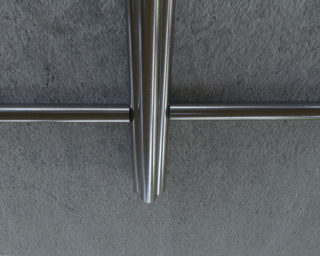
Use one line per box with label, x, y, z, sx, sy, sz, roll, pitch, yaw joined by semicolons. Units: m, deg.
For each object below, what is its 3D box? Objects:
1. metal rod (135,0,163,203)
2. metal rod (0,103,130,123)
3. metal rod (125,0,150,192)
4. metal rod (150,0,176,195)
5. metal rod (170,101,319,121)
metal rod;-0.014;-0.010;0.374;0.025;0.025;0.298;1;130;-1
metal rod;-0.189;-0.019;0.389;0.302;0.025;0.025;0;130;-1
metal rod;-0.025;-0.022;0.391;0.025;0.025;0.298;1;130;-1
metal rod;-0.001;-0.017;0.395;0.025;0.025;0.298;1;130;-1
metal rod;0.163;-0.022;0.392;0.302;0.025;0.025;0;130;-1
